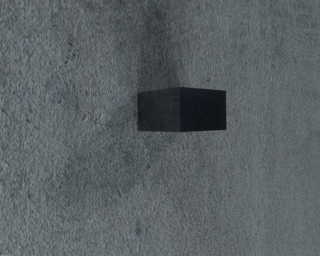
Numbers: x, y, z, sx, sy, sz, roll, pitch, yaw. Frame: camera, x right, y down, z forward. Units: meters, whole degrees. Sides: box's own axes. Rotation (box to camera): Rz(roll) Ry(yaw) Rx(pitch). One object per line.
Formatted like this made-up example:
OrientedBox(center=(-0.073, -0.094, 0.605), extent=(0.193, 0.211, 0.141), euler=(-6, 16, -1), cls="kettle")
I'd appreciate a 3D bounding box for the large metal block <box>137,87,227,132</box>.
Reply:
OrientedBox(center=(0.027, -0.022, 0.395), extent=(0.081, 0.080, 0.050), euler=(-2, 92, -40), cls="large metal block")
